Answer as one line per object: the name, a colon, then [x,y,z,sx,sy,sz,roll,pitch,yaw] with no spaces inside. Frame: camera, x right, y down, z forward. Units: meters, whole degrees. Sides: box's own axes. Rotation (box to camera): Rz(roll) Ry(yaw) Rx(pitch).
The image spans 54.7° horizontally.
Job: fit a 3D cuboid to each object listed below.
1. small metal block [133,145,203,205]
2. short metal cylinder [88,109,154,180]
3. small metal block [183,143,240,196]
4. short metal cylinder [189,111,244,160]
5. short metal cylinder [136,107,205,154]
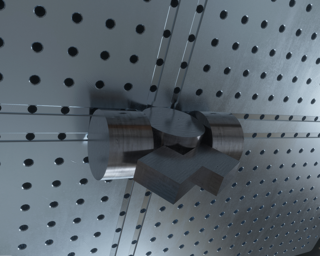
small metal block: [0.009,0.047,0.324,0.050,0.050,0.025,-25,136,-54]
short metal cylinder: [-0.048,0.019,0.360,0.050,0.080,0.079,1,118,-29]
small metal block: [0.056,0.045,0.354,0.050,0.050,0.025,-24,135,-54]
short metal cylinder: [0.067,0.017,0.422,0.050,0.080,0.079,1,118,-28]
short metal cylinder: [0.011,0.013,0.389,0.081,0.080,0.050,1,118,-29]
